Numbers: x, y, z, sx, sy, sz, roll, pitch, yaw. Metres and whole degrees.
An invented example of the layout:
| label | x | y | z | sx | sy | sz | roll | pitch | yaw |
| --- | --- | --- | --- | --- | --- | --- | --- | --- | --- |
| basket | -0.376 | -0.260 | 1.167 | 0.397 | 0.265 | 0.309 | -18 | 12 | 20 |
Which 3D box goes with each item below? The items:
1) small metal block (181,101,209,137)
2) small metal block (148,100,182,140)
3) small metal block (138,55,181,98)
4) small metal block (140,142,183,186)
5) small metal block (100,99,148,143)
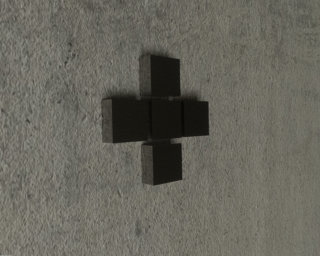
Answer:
| label | x | y | z | sx | sy | sz | roll | pitch | yaw |
| --- | --- | --- | --- | --- | --- | --- | --- | --- | --- |
| small metal block | 0.044 | -0.013 | 0.446 | 0.050 | 0.025 | 0.050 | -2 | 92 | -40 |
| small metal block | 0.001 | -0.011 | 0.409 | 0.050 | 0.025 | 0.050 | -2 | 92 | -40 |
| small metal block | 0.000 | -0.067 | 0.408 | 0.050 | 0.025 | 0.050 | -2 | 92 | -40 |
| small metal block | 0.002 | 0.046 | 0.411 | 0.050 | 0.025 | 0.050 | -3 | 92 | -40 |
| small metal block | -0.042 | -0.008 | 0.372 | 0.050 | 0.025 | 0.050 | -2 | 92 | -40 |
